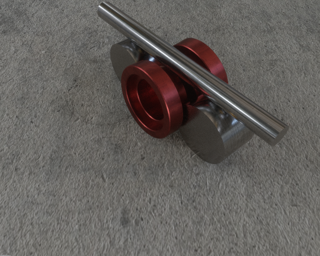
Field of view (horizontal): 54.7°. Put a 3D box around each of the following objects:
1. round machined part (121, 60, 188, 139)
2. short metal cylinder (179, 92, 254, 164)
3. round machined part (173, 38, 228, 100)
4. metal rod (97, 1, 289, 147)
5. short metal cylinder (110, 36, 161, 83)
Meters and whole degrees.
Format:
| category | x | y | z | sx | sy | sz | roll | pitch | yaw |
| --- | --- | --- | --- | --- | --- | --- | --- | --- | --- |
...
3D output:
| category | x | y | z | sx | sy | sz | roll | pitch | yaw |
| --- | --- | --- | --- | --- | --- | --- | --- | --- | --- |
| round machined part | -0.003 | -0.039 | 0.389 | 0.042 | 0.097 | 0.098 | -30 | 56 | -28 |
| short metal cylinder | 0.065 | -0.004 | 0.373 | 0.050 | 0.080 | 0.080 | -32 | 57 | -24 |
| round machined part | 0.040 | -0.066 | 0.413 | 0.042 | 0.098 | 0.098 | -35 | 58 | -20 |
| metal rod | 0.018 | -0.080 | 0.369 | 0.025 | 0.025 | 0.300 | -33 | 58 | -25 |
| short metal cylinder | -0.028 | -0.092 | 0.445 | 0.050 | 0.080 | 0.080 | -32 | 57 | -24 |
